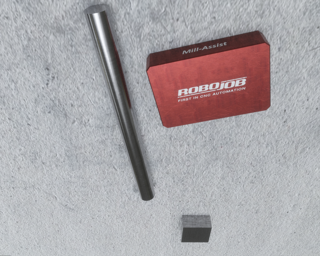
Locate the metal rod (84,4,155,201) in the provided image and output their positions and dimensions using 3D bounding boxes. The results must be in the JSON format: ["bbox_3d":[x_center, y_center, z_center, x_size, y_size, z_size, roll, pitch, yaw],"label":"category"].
[{"bbox_3d":[-0.042,-0.005,0.401,0.025,0.025,0.298,-7,130,5],"label":"metal rod"}]

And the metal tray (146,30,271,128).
[{"bbox_3d":[0.058,-0.053,0.360,0.131,0.030,0.090,-10,130,8],"label":"metal tray"}]

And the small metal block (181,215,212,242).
[{"bbox_3d":[0.065,0.185,0.566,0.050,0.025,0.050,1,130,-1],"label":"small metal block"}]
